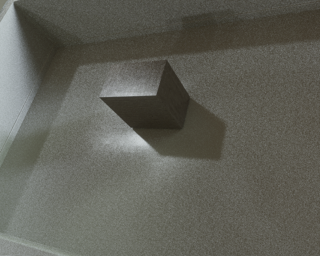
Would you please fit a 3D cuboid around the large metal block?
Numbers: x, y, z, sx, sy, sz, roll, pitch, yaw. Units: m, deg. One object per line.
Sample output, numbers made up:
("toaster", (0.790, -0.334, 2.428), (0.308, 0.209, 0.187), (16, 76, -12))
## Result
("large metal block", (-0.017, -0.040, 0.402), (0.080, 0.080, 0.050), (1, 63, 28))
